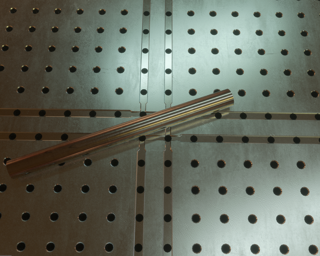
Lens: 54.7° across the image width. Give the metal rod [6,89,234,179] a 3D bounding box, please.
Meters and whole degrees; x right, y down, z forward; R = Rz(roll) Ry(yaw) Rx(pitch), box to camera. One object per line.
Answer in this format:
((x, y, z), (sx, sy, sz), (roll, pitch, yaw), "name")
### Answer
((-0.045, 0.005, 0.409), (0.302, 0.025, 0.025), (-19, 71, -7), "metal rod")
